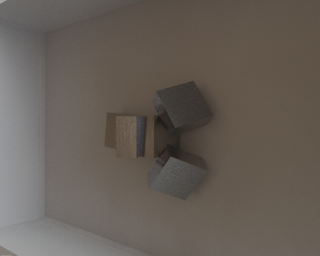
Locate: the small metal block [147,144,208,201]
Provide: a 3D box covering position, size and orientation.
[{"bbox_3d":[0.020,0.053,0.367,0.050,0.050,0.025,-58,22,23],"label":"small metal block"}]

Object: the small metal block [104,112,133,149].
[{"bbox_3d":[-0.052,0.005,0.444,0.050,0.025,0.050,9,95,39],"label":"small metal block"}]

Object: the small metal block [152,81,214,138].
[{"bbox_3d":[0.026,-0.023,0.362,0.050,0.050,0.025,64,157,20],"label":"small metal block"}]

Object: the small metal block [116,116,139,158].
[{"bbox_3d":[-0.036,0.009,0.393,0.025,0.050,0.050,1,94,8],"label":"small metal block"}]

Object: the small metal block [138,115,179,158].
[{"bbox_3d":[-0.001,0.010,0.387,0.025,0.050,0.050,1,91,40],"label":"small metal block"}]
